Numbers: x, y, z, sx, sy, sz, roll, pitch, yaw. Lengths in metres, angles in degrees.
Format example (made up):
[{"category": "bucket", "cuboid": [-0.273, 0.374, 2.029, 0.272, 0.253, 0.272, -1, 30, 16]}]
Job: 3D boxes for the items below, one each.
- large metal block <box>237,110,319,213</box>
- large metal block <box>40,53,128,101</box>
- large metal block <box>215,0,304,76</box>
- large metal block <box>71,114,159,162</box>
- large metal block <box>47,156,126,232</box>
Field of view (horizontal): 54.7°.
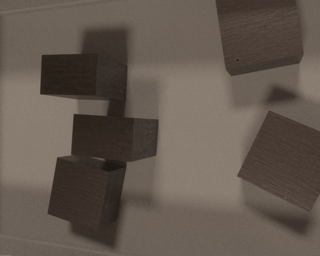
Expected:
[{"category": "large metal block", "cuboid": [0.143, 0.034, 0.347, 0.080, 0.050, 0.080, 26, 98, 17]}, {"category": "large metal block", "cuboid": [-0.099, -0.065, 0.415, 0.080, 0.080, 0.050, 3, 91, 19]}, {"category": "large metal block", "cuboid": [0.114, -0.110, 0.357, 0.080, 0.050, 0.080, -9, 87, 19]}, {"category": "large metal block", "cuboid": [-0.055, 0.010, 0.400, 0.080, 0.080, 0.050, 5, 92, 19]}, {"category": "large metal block", "cuboid": [-0.101, 0.086, 0.431, 0.080, 0.050, 0.079, 12, 94, 19]}]
